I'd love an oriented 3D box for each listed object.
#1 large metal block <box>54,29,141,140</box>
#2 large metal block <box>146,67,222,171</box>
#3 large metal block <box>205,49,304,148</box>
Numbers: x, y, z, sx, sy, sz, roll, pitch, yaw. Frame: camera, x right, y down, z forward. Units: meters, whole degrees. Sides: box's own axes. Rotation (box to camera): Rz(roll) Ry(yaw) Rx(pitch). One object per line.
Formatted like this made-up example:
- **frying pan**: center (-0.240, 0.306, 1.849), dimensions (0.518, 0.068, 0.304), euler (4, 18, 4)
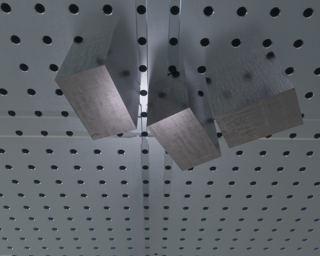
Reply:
- **large metal block**: center (-0.060, -0.047, 0.335), dimensions (0.050, 0.080, 0.080), euler (-14, 129, 11)
- **large metal block**: center (0.028, -0.010, 0.367), dimensions (0.050, 0.080, 0.080), euler (-24, 126, 19)
- **large metal block**: center (0.102, -0.034, 0.348), dimensions (0.080, 0.080, 0.050), euler (-20, 127, 16)
